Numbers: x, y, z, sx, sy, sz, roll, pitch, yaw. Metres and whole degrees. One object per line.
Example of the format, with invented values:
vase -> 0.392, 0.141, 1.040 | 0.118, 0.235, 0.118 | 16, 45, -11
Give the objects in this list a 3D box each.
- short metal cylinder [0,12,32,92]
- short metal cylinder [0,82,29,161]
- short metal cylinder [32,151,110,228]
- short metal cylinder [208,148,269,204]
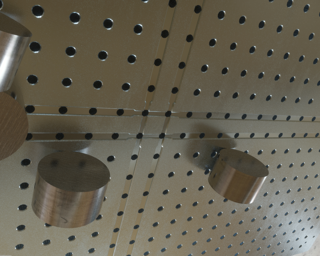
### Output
short metal cylinder -> -0.153, -0.070, 0.249 | 0.081, 0.080, 0.050 | 19, 108, -36
short metal cylinder -> -0.171, -0.012, 0.294 | 0.081, 0.050, 0.079 | -14, 125, -21
short metal cylinder -> -0.104, 0.070, 0.363 | 0.081, 0.080, 0.050 | 4, 117, -31
short metal cylinder -> 0.123, 0.075, 0.492 | 0.081, 0.080, 0.050 | 5, 116, -31
